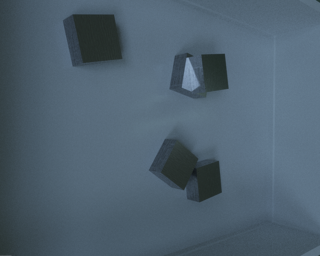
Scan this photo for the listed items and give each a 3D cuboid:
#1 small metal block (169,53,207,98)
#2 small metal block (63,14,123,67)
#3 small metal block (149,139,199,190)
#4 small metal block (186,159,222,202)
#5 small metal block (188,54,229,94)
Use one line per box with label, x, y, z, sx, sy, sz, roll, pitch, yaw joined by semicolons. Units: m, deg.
small metal block;0.044;-0.074;0.446;0.050;0.025;0.050;15;80;-39
small metal block;-0.074;-0.098;0.346;0.050;0.025;0.050;-17;101;-39
small metal block;0.020;0.050;0.425;0.050;0.025;0.050;42;64;-32
small metal block;0.065;0.078;0.464;0.050;0.025;0.050;-11;97;-40
small metal block;0.068;-0.076;0.433;0.050;0.025;0.050;-13;98;-40
